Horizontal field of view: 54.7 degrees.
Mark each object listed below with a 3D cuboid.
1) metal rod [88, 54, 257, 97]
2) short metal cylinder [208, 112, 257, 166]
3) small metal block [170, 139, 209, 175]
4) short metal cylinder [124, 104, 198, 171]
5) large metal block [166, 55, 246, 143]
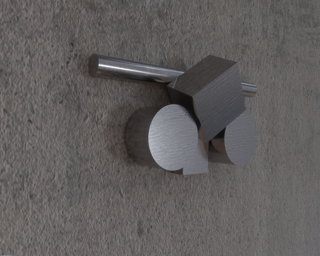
[{"bbox_3d":[0.042,-0.068,0.441,0.302,0.025,0.025,1,90,-40],"label":"metal rod"},{"bbox_3d":[0.105,0.016,0.478,0.081,0.050,0.079,0,90,-40],"label":"short metal cylinder"},{"bbox_3d":[0.043,0.039,0.443,0.050,0.025,0.050,2,89,-40],"label":"small metal block"},{"bbox_3d":[0.002,0.011,0.391,0.081,0.050,0.079,0,90,-40],"label":"short metal cylinder"},{"bbox_3d":[0.066,-0.040,0.422,0.080,0.050,0.080,-38,131,-19],"label":"large metal block"}]
